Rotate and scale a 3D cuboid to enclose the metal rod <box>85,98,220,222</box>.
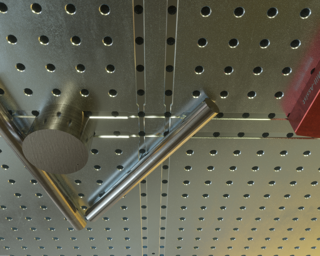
[{"bbox_3d":[-0.027,0.062,0.463,0.025,0.025,0.299,31,123,-24],"label":"metal rod"}]

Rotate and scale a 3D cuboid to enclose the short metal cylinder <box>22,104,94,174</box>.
[{"bbox_3d":[-0.131,0.016,0.407,0.081,0.050,0.079,0,130,0],"label":"short metal cylinder"}]

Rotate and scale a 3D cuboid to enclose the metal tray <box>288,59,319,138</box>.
[{"bbox_3d":[0.227,-0.043,0.375,0.091,0.030,0.129,7,130,-6],"label":"metal tray"}]

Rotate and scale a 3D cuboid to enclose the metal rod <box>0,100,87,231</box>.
[{"bbox_3d":[-0.180,0.063,0.462,0.025,0.025,0.299,-11,130,9],"label":"metal rod"}]
